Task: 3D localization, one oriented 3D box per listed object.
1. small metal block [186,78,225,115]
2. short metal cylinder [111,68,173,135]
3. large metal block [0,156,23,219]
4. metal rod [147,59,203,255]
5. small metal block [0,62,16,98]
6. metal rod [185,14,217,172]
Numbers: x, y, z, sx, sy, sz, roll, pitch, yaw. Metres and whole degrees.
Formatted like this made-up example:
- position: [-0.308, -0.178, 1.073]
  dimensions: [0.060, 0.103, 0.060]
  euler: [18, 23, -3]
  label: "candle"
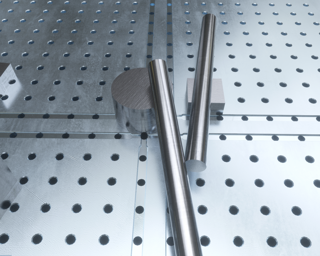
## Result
- position: [0.064, -0.046, 0.446]
  dimensions: [0.050, 0.025, 0.050]
  euler: [1, 50, 1]
  label: "small metal block"
- position: [-0.023, -0.037, 0.422]
  dimensions: [0.081, 0.050, 0.080]
  euler: [0, 50, 0]
  label: "short metal cylinder"
- position: [-0.208, 0.053, 0.325]
  dimensions: [0.080, 0.080, 0.050]
  euler: [14, 52, 11]
  label: "large metal block"
- position: [0.017, 0.051, 0.326]
  dimensions: [0.025, 0.025, 0.299]
  euler: [-6, 62, -5]
  label: "metal rod"
- position: [-0.257, -0.075, 0.469]
  dimensions: [0.050, 0.025, 0.050]
  euler: [7, 50, 5]
  label: "small metal block"
- position: [0.062, -0.072, 0.435]
  dimensions: [0.025, 0.025, 0.300]
  euler: [7, 50, 6]
  label: "metal rod"
